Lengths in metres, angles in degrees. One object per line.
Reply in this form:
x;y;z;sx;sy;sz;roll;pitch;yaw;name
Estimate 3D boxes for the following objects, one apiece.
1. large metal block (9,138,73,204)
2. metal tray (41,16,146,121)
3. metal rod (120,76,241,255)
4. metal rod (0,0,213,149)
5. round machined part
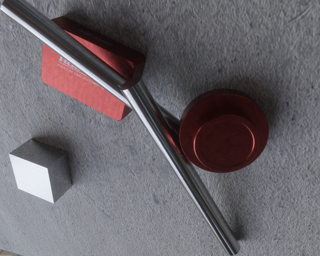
-0.206;0.074;0.543;0.080;0.050;0.079;16;125;18;large metal block
-0.090;-0.076;0.402;0.130;0.030;0.089;27;128;10;metal tray
0.039;0.066;0.390;0.025;0.025;0.299;-12;124;33;metal rod
-0.042;-0.044;0.360;0.301;0.025;0.025;37;130;-13;metal rod
0.070;0.009;0.342;0.099;0.042;0.097;1;114;2;round machined part
